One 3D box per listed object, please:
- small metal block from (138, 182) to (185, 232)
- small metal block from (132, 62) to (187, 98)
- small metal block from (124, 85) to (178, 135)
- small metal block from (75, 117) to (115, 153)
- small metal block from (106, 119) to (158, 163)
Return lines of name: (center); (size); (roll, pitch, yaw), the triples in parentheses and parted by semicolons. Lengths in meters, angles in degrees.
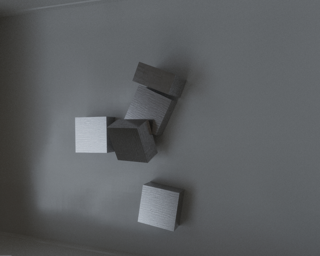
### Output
small metal block: (0.002, 0.102, 0.410); (0.050, 0.025, 0.050); (9, 93, 19)
small metal block: (0.001, -0.061, 0.397); (0.050, 0.050, 0.025); (23, 98, 18)
small metal block: (-0.012, -0.024, 0.415); (0.050, 0.025, 0.050); (27, 99, 18)
small metal block: (-0.092, 0.010, 0.443); (0.050, 0.025, 0.050); (-1, 90, 20)
small metal block: (-0.036, 0.016, 0.407); (0.050, 0.025, 0.050); (1, 118, 33)
